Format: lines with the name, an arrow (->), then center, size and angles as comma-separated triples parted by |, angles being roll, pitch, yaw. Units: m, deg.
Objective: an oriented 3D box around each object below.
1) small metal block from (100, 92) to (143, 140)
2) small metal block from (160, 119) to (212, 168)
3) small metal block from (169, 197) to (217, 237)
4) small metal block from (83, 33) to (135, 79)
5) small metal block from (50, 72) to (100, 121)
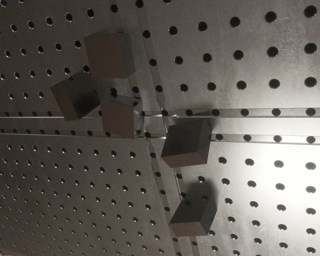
small metal block -> -0.052, -0.017, 0.427 | 0.050, 0.025, 0.050 | 15, 124, 19
small metal block -> 0.034, 0.020, 0.385 | 0.050, 0.050, 0.025 | -12, 135, 32
small metal block -> 0.049, 0.129, 0.448 | 0.050, 0.050, 0.025 | -16, 110, 34
small metal block -> -0.062, -0.091, 0.386 | 0.050, 0.025, 0.050 | 7, 122, 24
small metal block -> -0.115, -0.044, 0.427 | 0.025, 0.050, 0.050 | -4, 116, 30
